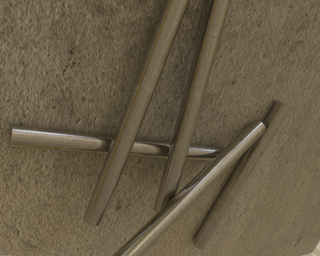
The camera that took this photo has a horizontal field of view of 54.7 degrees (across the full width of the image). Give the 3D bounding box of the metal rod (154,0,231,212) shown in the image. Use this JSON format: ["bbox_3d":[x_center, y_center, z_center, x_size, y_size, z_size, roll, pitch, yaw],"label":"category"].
[{"bbox_3d":[0.038,-0.024,0.389,0.025,0.025,0.298,4,110,-30],"label":"metal rod"}]

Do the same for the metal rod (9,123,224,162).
[{"bbox_3d":[-0.030,0.025,0.405,0.302,0.025,0.025,8,115,-32],"label":"metal rod"}]

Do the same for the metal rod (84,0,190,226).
[{"bbox_3d":[-0.027,-0.022,0.353,0.025,0.025,0.298,14,104,-34],"label":"metal rod"}]

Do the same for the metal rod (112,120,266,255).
[{"bbox_3d":[0.052,0.081,0.425,0.302,0.025,0.025,-38,132,-27],"label":"metal rod"}]

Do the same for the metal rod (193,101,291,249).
[{"bbox_3d":[0.134,0.090,0.535,0.025,0.025,0.298,13,112,-34],"label":"metal rod"}]
